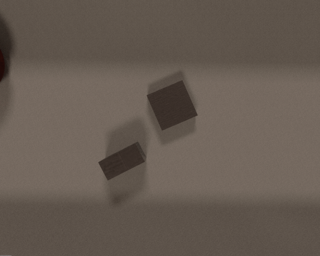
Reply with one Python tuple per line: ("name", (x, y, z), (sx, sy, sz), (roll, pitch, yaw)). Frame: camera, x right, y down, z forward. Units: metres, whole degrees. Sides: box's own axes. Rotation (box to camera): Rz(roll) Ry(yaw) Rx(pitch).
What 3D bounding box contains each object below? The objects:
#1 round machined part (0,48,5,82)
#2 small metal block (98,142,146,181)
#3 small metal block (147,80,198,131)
("round machined part", (-0.239, -0.084, 0.373), (0.099, 0.042, 0.098), (10, 75, -42))
("small metal block", (-0.047, 0.041, 0.398), (0.050, 0.050, 0.025), (-27, 90, 0))
("small metal block", (0.016, -0.029, 0.412), (0.050, 0.025, 0.050), (-23, 90, -1))
